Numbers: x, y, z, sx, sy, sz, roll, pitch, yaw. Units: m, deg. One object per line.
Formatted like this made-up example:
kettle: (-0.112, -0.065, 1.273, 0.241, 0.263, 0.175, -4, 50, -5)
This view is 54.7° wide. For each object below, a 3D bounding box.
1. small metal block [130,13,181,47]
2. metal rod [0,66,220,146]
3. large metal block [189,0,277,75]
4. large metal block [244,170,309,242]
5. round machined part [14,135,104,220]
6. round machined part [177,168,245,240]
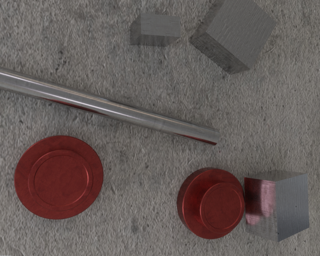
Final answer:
small metal block: (-0.007, -0.123, 0.393, 0.050, 0.050, 0.025, -2, 91, -20)
metal rod: (-0.060, -0.024, 0.386, 0.302, 0.025, 0.025, 15, 85, -20)
large metal block: (0.101, -0.134, 0.433, 0.080, 0.050, 0.080, 34, 79, -17)
large metal block: (0.169, 0.108, 0.447, 0.081, 0.050, 0.079, -3, 91, -37)
round machined part: (-0.114, 0.057, 0.358, 0.099, 0.042, 0.097, 0, 90, -20)
round machined part: (0.077, 0.106, 0.428, 0.099, 0.042, 0.097, 0, 90, -20)
